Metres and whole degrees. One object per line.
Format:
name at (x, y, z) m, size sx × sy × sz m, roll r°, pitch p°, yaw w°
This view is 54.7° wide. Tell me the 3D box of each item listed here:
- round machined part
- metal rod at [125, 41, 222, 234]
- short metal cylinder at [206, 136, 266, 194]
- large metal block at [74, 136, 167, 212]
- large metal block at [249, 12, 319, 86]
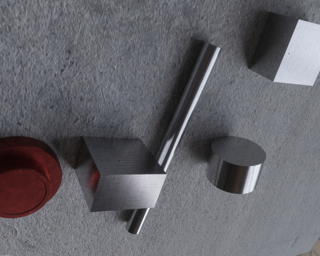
round machined part at (-0.160, 0.062, 0.347) m, size 0.099 × 0.042 × 0.097 m, roll -14°, pitch 125°, yaw -21°
metal rod at (0.011, 0.027, 0.431) m, size 0.025 × 0.025 × 0.298 m, roll 9°, pitch 114°, yaw -33°
short metal cylinder at (0.113, 0.054, 0.469) m, size 0.081 × 0.080 × 0.050 m, roll -9°, pitch 122°, yaw -24°
large metal block at (-0.051, 0.053, 0.378) m, size 0.081 × 0.080 × 0.050 m, roll 5°, pitch 116°, yaw -31°
large metal block at (0.182, -0.107, 0.426) m, size 0.081 × 0.050 × 0.079 m, roll 0°, pitch 118°, yaw -29°
